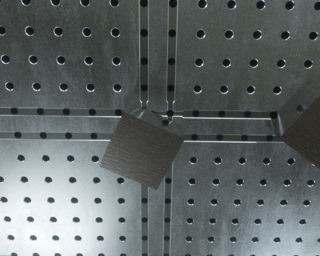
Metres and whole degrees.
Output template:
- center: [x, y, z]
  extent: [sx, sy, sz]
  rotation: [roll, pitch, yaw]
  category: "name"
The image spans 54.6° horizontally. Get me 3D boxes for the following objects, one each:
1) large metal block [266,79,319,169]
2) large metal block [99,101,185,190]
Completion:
- center: [0.202, -0.004, 0.400]
  extent: [0.080, 0.050, 0.080]
  rotation: [35, 106, -12]
  category: "large metal block"
- center: [-0.023, 0.023, 0.408]
  extent: [0.080, 0.050, 0.080]
  rotation: [24, 108, -9]
  category: "large metal block"
